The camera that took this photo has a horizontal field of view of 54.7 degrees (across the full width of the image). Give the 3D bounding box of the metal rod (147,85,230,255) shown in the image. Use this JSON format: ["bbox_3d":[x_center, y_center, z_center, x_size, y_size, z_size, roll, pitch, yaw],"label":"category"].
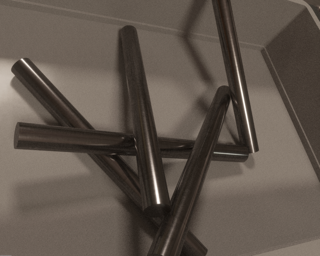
[{"bbox_3d":[0.051,0.027,0.365,0.025,0.025,0.301,37,39,-4],"label":"metal rod"}]

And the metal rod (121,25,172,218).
[{"bbox_3d":[-0.025,-0.036,0.371,0.025,0.025,0.300,11,43,-23],"label":"metal rod"}]

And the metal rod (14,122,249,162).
[{"bbox_3d":[-0.006,0.022,0.366,0.302,0.025,0.025,7,59,-34],"label":"metal rod"}]

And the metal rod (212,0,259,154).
[{"bbox_3d":[0.102,-0.109,0.445,0.025,0.025,0.298,-18,98,-35],"label":"metal rod"}]

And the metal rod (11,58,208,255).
[{"bbox_3d":[-0.060,0.035,0.353,0.300,0.025,0.025,46,51,4],"label":"metal rod"}]
